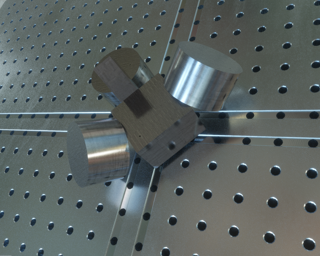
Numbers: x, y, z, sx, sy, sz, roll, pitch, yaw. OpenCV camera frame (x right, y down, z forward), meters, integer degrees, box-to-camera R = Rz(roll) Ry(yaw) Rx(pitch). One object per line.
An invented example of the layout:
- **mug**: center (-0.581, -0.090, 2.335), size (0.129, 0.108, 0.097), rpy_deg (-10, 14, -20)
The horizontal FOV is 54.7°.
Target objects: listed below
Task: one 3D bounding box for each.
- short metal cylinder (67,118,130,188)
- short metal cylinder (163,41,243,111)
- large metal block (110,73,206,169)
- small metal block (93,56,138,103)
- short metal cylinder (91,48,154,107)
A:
- **short metal cylinder**: center (-0.078, 0.029, 0.384), size (0.080, 0.050, 0.079), rpy_deg (18, 112, 55)
- **short metal cylinder**: center (0.050, -0.063, 0.371), size (0.080, 0.081, 0.050), rpy_deg (51, 130, 39)
- **large metal block**: center (-0.003, -0.010, 0.392), size (0.080, 0.050, 0.080), rpy_deg (-39, 51, 2)
- **small metal block**: center (-0.053, -0.061, 0.389), size (0.025, 0.050, 0.050), rpy_deg (-39, 7, 4)
- **short metal cylinder**: center (-0.054, -0.072, 0.460), size (0.080, 0.050, 0.080), rpy_deg (-13, 56, 21)
